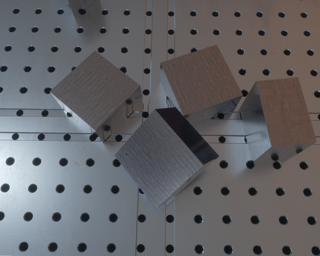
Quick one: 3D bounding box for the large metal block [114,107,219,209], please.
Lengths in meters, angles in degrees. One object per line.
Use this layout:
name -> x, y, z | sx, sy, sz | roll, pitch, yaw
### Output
large metal block -> 0.007, 0.033, 0.366 | 0.080, 0.050, 0.080 | 50, 116, 15

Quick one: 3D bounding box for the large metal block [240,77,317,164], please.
large metal block -> 0.141, -0.006, 0.386 | 0.050, 0.080, 0.080 | -6, 70, -2

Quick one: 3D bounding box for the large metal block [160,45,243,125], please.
large metal block -> 0.052, -0.055, 0.419 | 0.080, 0.050, 0.080 | -19, 71, -7

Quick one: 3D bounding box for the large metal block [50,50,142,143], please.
large metal block -> -0.082, -0.041, 0.413 | 0.080, 0.050, 0.080 | 39, 74, 13

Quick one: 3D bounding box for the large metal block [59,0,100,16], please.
large metal block -> -0.142, -0.234, 0.467 | 0.050, 0.080, 0.080 | -39, 75, -13
